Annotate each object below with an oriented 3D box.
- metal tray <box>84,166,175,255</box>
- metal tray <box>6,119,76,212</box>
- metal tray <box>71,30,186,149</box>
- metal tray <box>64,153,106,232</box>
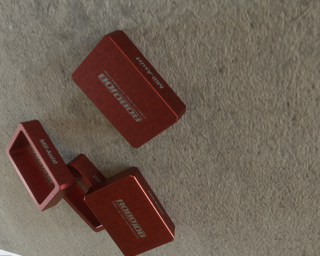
[{"bbox_3d":[-0.045,0.135,0.488,0.090,0.030,0.130,-27,105,13],"label":"metal tray"},{"bbox_3d":[-0.202,0.062,0.517,0.130,0.030,0.090,54,127,12],"label":"metal tray"},{"bbox_3d":[-0.041,-0.045,0.396,0.130,0.030,0.090,49,128,-7],"label":"metal tray"},{"bbox_3d":[-0.122,0.115,0.536,0.090,0.030,0.130,-34,100,38],"label":"metal tray"}]
